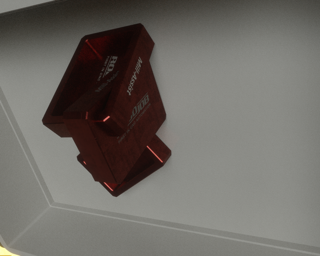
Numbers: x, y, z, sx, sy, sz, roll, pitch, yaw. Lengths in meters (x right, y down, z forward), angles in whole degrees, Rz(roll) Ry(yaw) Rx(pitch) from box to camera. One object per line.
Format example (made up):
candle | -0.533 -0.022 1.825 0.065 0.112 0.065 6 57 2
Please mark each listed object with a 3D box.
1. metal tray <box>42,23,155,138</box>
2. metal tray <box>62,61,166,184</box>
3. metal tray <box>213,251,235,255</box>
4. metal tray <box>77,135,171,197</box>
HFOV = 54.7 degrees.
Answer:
metal tray | -0.065 -0.053 0.344 0.090 0.130 0.030 -2 148 29
metal tray | -0.041 -0.013 0.348 0.030 0.131 0.090 1 126 29
metal tray | 0.132 0.266 0.503 0.090 0.030 0.129 5 121 26
metal tray | -0.057 0.041 0.460 0.090 0.030 0.129 47 129 -5
